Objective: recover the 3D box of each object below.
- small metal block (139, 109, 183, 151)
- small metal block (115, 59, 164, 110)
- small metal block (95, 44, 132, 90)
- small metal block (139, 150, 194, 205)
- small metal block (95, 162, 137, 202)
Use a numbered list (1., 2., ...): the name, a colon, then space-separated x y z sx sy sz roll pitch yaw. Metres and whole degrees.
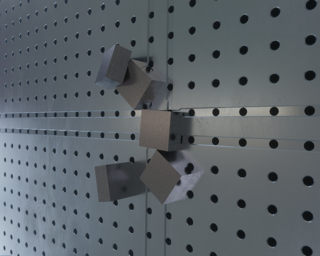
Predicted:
1. small metal block: 0.001 0.002 0.410 0.050 0.025 0.050 7 95 40
2. small metal block: -0.029 -0.060 0.435 0.050 0.025 0.050 48 119 29
3. small metal block: -0.068 -0.087 0.447 0.050 0.025 0.050 -7 65 61
4. small metal block: 0.007 0.063 0.404 0.050 0.025 0.050 44 117 31
5. small metal block: -0.063 0.077 0.447 0.025 0.050 0.050 -14 81 39
